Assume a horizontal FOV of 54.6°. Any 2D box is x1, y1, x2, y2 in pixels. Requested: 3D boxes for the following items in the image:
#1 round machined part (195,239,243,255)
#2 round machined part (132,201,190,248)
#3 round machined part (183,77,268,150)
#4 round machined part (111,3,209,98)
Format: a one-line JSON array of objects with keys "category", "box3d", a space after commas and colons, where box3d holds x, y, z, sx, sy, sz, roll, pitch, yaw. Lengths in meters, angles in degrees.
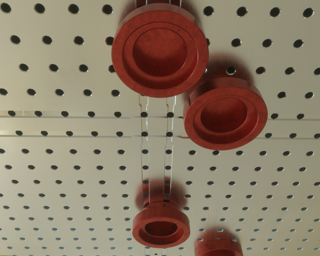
[{"category": "round machined part", "box3d": [0.122, 0.272, 0.632, 0.099, 0.042, 0.097, 0, 130, 0]}, {"category": "round machined part", "box3d": [0.002, 0.166, 0.541, 0.099, 0.042, 0.097, 0, 130, 0]}, {"category": "round machined part", "box3d": [0.077, -0.021, 0.383, 0.099, 0.042, 0.097, 0, 130, 0]}, {"category": "round machined part", "box3d": [0.000, -0.084, 0.329, 0.099, 0.042, 0.097, 0, 130, 0]}]
